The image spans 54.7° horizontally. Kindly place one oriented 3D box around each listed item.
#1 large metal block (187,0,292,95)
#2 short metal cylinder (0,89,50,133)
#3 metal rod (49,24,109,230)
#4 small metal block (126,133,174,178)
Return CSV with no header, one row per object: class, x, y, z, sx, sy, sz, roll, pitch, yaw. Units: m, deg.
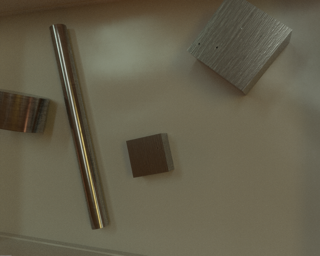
large metal block,0.093,-0.096,0.364,0.080,0.050,0.080,40,102,15
short metal cylinder,-0.207,-0.026,0.452,0.080,0.080,0.050,13,95,19
metal rod,-0.118,-0.005,0.450,0.025,0.025,0.298,-15,85,19
small metal block,-0.013,0.036,0.414,0.050,0.025,0.050,-13,86,19
